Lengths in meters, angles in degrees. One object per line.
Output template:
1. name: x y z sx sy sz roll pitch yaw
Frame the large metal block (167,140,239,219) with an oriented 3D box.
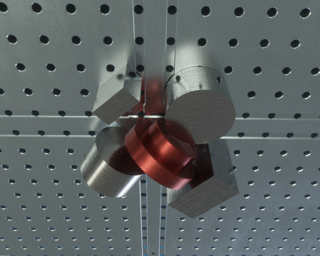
1. large metal block: 0.056 0.067 0.434 0.050 0.080 0.080 36 121 -27

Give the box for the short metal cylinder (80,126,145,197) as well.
1. short metal cylinder: -0.058 0.044 0.412 0.080 0.080 0.050 25 126 -20

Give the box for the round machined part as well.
1. round machined part: 0.008 0.025 0.386 0.098 0.098 0.042 34 110 -26

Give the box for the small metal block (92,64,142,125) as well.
1. small metal block: -0.049 -0.039 0.361 0.050 0.050 0.025 -34 122 25

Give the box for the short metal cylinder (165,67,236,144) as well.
1. short metal cylinder: 0.046 -0.026 0.373 0.081 0.050 0.079 0 130 0
